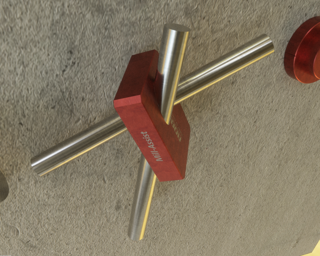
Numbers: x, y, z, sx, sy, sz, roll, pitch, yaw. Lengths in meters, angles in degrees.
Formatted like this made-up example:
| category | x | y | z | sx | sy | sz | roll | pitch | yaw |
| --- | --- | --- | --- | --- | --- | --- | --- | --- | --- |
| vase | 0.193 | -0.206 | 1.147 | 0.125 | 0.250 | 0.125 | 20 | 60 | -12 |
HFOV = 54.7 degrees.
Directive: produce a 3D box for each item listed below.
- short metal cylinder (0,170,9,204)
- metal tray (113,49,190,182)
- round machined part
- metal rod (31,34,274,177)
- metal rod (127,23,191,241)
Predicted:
| category | x | y | z | sx | sy | sz | roll | pitch | yaw |
| --- | --- | --- | --- | --- | --- | --- | --- | --- | --- |
| short metal cylinder | -0.199 | 0.059 | 0.299 | 0.050 | 0.080 | 0.080 | -43 | 130 | 1 |
| metal tray | -0.002 | -0.011 | 0.356 | 0.030 | 0.090 | 0.130 | -10 | 132 | 21 |
| round machined part | 0.236 | -0.111 | 0.457 | 0.099 | 0.042 | 0.097 | -14 | 124 | -21 |
| metal rod | -0.009 | -0.026 | 0.357 | 0.301 | 0.025 | 0.025 | -28 | 129 | 0 |
| metal rod | -0.009 | 0.029 | 0.368 | 0.025 | 0.025 | 0.298 | -6 | 127 | -26 |
